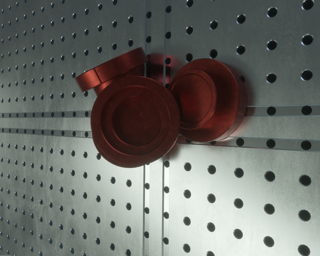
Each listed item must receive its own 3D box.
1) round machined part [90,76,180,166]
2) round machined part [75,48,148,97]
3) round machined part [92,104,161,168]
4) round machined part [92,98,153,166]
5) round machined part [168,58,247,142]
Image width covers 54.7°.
[{"bbox_3d":[-0.025,-0.007,0.355,0.099,0.042,0.097,0,89,6],"label":"round machined part"},{"bbox_3d":[-0.059,-0.068,0.415,0.098,0.099,0.042,-16,106,38],"label":"round machined part"},{"bbox_3d":[-0.039,0.003,0.398,0.099,0.042,0.097,0,87,2],"label":"round machined part"},{"bbox_3d":[-0.060,0.006,0.446,0.098,0.042,0.097,0,90,39],"label":"round machined part"},{"bbox_3d":[0.046,-0.032,0.359,0.098,0.042,0.097,0,90,39],"label":"round machined part"}]
